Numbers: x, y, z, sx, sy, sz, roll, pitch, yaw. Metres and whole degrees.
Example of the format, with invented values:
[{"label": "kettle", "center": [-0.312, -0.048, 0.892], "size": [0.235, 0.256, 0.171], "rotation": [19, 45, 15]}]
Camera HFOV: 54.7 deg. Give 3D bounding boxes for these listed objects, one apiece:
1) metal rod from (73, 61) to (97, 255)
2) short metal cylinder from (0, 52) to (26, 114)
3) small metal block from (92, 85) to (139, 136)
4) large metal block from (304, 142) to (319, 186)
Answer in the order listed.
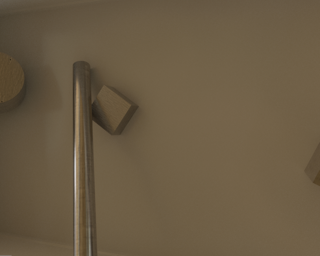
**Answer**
[{"label": "metal rod", "center": [-0.095, 0.041, 0.382], "size": [0.025, 0.025, 0.299], "rotation": [-19, 61, 19]}, {"label": "short metal cylinder", "center": [-0.244, -0.066, 0.459], "size": [0.081, 0.050, 0.080], "rotation": [6, 74, -20]}, {"label": "small metal block", "center": [-0.067, -0.025, 0.433], "size": [0.050, 0.025, 0.050], "rotation": [37, 101, 16]}, {"label": "large metal block", "center": [0.200, 0.046, 0.311], "size": [0.080, 0.080, 0.050], "rotation": [27, 99, 17]}]
